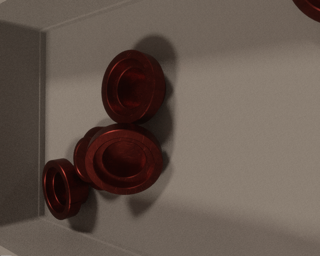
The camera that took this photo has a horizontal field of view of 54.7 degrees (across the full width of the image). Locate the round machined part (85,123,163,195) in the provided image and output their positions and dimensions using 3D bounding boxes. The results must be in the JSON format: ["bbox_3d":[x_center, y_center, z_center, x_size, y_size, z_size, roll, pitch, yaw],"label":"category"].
[{"bbox_3d":[-0.046,0.037,0.409,0.097,0.099,0.042,-61,15,22],"label":"round machined part"}]

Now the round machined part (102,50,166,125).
[{"bbox_3d":[-0.031,-0.052,0.417,0.098,0.042,0.097,-2,86,39],"label":"round machined part"}]

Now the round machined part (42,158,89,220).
[{"bbox_3d":[-0.154,0.098,0.514,0.098,0.042,0.097,8,101,45],"label":"round machined part"}]

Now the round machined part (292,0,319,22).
[{"bbox_3d":[0.154,-0.137,0.248,0.098,0.042,0.097,45,155,28],"label":"round machined part"}]

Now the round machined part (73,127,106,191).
[{"bbox_3d":[-0.094,0.046,0.471,0.098,0.042,0.097,0,90,39],"label":"round machined part"}]
